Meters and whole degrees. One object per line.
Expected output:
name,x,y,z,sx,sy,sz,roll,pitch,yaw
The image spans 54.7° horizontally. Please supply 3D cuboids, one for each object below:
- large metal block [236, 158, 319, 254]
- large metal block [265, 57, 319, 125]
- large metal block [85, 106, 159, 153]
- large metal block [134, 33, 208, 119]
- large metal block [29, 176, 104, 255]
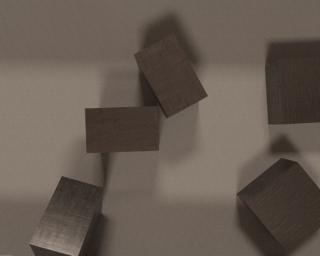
large metal block,0.162,0.097,0.401,0.080,0.050,0.080,-39,91,0
large metal block,0.187,-0.046,0.401,0.081,0.050,0.079,-3,90,-1
large metal block,-0.042,0.001,0.383,0.081,0.080,0.050,-2,90,-1
large metal block,0.012,-0.059,0.384,0.050,0.080,0.080,-29,90,0
large metal block,-0.105,0.116,0.366,0.050,0.080,0.080,16,52,0
